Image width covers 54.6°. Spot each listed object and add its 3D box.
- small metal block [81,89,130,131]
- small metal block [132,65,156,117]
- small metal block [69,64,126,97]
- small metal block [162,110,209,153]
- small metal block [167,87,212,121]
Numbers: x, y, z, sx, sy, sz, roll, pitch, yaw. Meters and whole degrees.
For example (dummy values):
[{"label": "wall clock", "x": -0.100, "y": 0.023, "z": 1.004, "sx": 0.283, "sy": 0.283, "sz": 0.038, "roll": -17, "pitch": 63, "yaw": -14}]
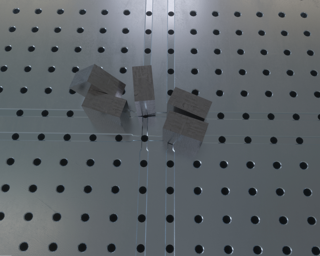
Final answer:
[{"label": "small metal block", "x": -0.069, "y": -0.023, "z": 0.407, "sx": 0.050, "sy": 0.050, "sz": 0.025, "roll": 17, "pitch": 71, "yaw": 6}, {"label": "small metal block", "x": -0.021, "y": -0.049, "z": 0.416, "sx": 0.025, "sy": 0.050, "sz": 0.050, "roll": -5, "pitch": 70, "yaw": -2}, {"label": "small metal block", "x": -0.082, "y": -0.055, "z": 0.407, "sx": 0.050, "sy": 0.050, "sz": 0.025, "roll": 32, "pitch": 67, "yaw": -35}, {"label": "small metal block", "x": 0.031, "y": 0.006, "z": 0.397, "sx": 0.050, "sy": 0.050, "sz": 0.025, "roll": 19, "pitch": 71, "yaw": 7}, {"label": "small metal block", "x": 0.037, "y": -0.023, "z": 0.407, "sx": 0.050, "sy": 0.050, "sz": 0.025, "roll": 23, "pitch": 72, "yaw": 8}]
